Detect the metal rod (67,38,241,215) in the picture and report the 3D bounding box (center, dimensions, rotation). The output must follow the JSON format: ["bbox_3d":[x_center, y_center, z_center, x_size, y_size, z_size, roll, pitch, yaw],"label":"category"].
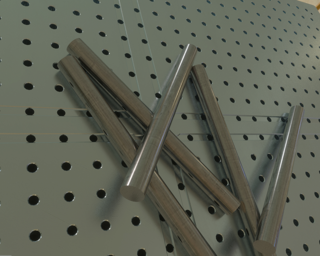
[{"bbox_3d":[-0.010,-0.004,0.406,0.300,0.025,0.025,46,51,3],"label":"metal rod"}]

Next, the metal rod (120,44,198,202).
[{"bbox_3d":[0.012,-0.033,0.407,0.025,0.025,0.301,31,43,-9],"label":"metal rod"}]

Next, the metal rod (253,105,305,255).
[{"bbox_3d":[0.185,0.053,0.459,0.025,0.025,0.301,40,45,-2],"label":"metal rod"}]

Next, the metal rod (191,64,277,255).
[{"bbox_3d":[0.097,0.037,0.439,0.025,0.025,0.299,-2,63,-29],"label":"metal rod"}]

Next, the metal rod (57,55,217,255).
[{"bbox_3d":[-0.032,0.034,0.371,0.025,0.025,0.299,-29,78,-38],"label":"metal rod"}]
